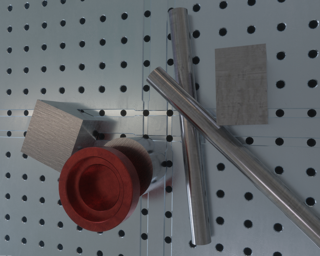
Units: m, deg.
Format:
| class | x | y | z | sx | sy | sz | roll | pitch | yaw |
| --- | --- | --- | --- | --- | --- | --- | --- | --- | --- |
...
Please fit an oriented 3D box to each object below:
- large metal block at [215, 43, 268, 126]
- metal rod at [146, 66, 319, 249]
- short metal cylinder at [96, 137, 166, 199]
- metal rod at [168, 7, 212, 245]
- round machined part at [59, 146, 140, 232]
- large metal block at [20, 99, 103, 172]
| class | x | y | z | sx | sy | sz | roll | pitch | yaw |
| --- | --- | --- | --- | --- | --- | --- | --- | --- | --- |
| large metal block | 0.095 | -0.043 | 0.350 | 0.050 | 0.080 | 0.079 | -1 | 90 | 20 |
| metal rod | 0.098 | 0.038 | 0.361 | 0.300 | 0.025 | 0.025 | 45 | 104 | 8 |
| short metal cylinder | -0.038 | 0.052 | 0.413 | 0.080 | 0.050 | 0.079 | 0 | 90 | 20 |
| metal rod | 0.038 | -0.004 | 0.399 | 0.025 | 0.025 | 0.298 | -6 | 88 | 20 |
| round machined part | -0.069 | 0.070 | 0.374 | 0.098 | 0.042 | 0.097 | 0 | 90 | 20 |
| large metal block | -0.142 | 0.011 | 0.449 | 0.080 | 0.050 | 0.080 | 23 | 98 | 18 |
